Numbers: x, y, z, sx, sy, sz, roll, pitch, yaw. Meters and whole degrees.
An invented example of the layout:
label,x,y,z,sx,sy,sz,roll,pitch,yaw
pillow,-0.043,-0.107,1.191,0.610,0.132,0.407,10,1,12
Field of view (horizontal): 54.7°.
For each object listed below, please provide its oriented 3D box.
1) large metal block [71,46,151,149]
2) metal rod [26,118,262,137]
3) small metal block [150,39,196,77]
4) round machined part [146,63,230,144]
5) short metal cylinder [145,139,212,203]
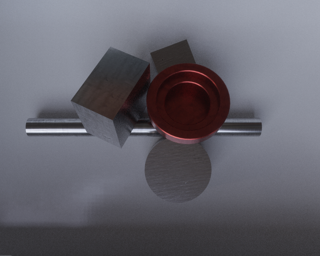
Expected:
label,x,y,z,sx,sy,sz,roll,pitch,yaw
large metal block,-0.052,-0.033,0.367,0.050,0.080,0.080,25,67,11
metal rod,-0.020,-0.001,0.408,0.302,0.025,0.025,0,90,-1
small metal block,0.020,-0.082,0.411,0.050,0.025,0.050,-21,90,-1
round machined part,0.033,-0.027,0.383,0.099,0.042,0.098,0,72,0
short metal cylinder,0.022,0.050,0.397,0.081,0.050,0.079,0,90,-1
